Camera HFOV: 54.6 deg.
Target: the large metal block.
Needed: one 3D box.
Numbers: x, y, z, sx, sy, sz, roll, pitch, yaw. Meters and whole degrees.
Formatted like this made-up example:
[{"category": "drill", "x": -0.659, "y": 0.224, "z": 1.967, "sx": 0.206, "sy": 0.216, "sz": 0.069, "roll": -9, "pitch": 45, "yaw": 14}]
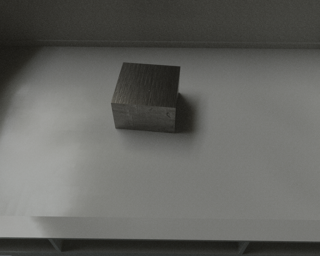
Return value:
[{"category": "large metal block", "x": -0.016, "y": -0.042, "z": 0.425, "sx": 0.080, "sy": 0.050, "sz": 0.080, "roll": 5, "pitch": 50, "yaw": 4}]
